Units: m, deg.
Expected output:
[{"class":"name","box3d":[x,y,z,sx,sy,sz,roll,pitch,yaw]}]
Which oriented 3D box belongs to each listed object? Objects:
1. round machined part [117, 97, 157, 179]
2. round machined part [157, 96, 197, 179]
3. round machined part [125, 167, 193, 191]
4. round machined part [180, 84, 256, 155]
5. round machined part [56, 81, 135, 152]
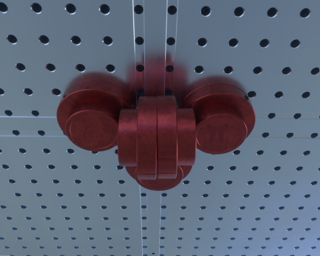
[{"class":"round machined part","box3d":[-0.025,0.011,0.365,0.042,0.098,0.097,1,130,-1]},{"class":"round machined part","box3d":[0.019,0.010,0.366,0.042,0.098,0.097,-1,130,0]},{"class":"round machined part","box3d":[-0.002,0.053,0.446,0.099,0.042,0.097,-1,130,0]},{"class":"round machined part","box3d":[0.073,-0.004,0.397,0.099,0.042,0.097,-1,130,0]},{"class":"round machined part","box3d":[-0.081,-0.008,0.392,0.099,0.042,0.097,-1,130,0]}]
